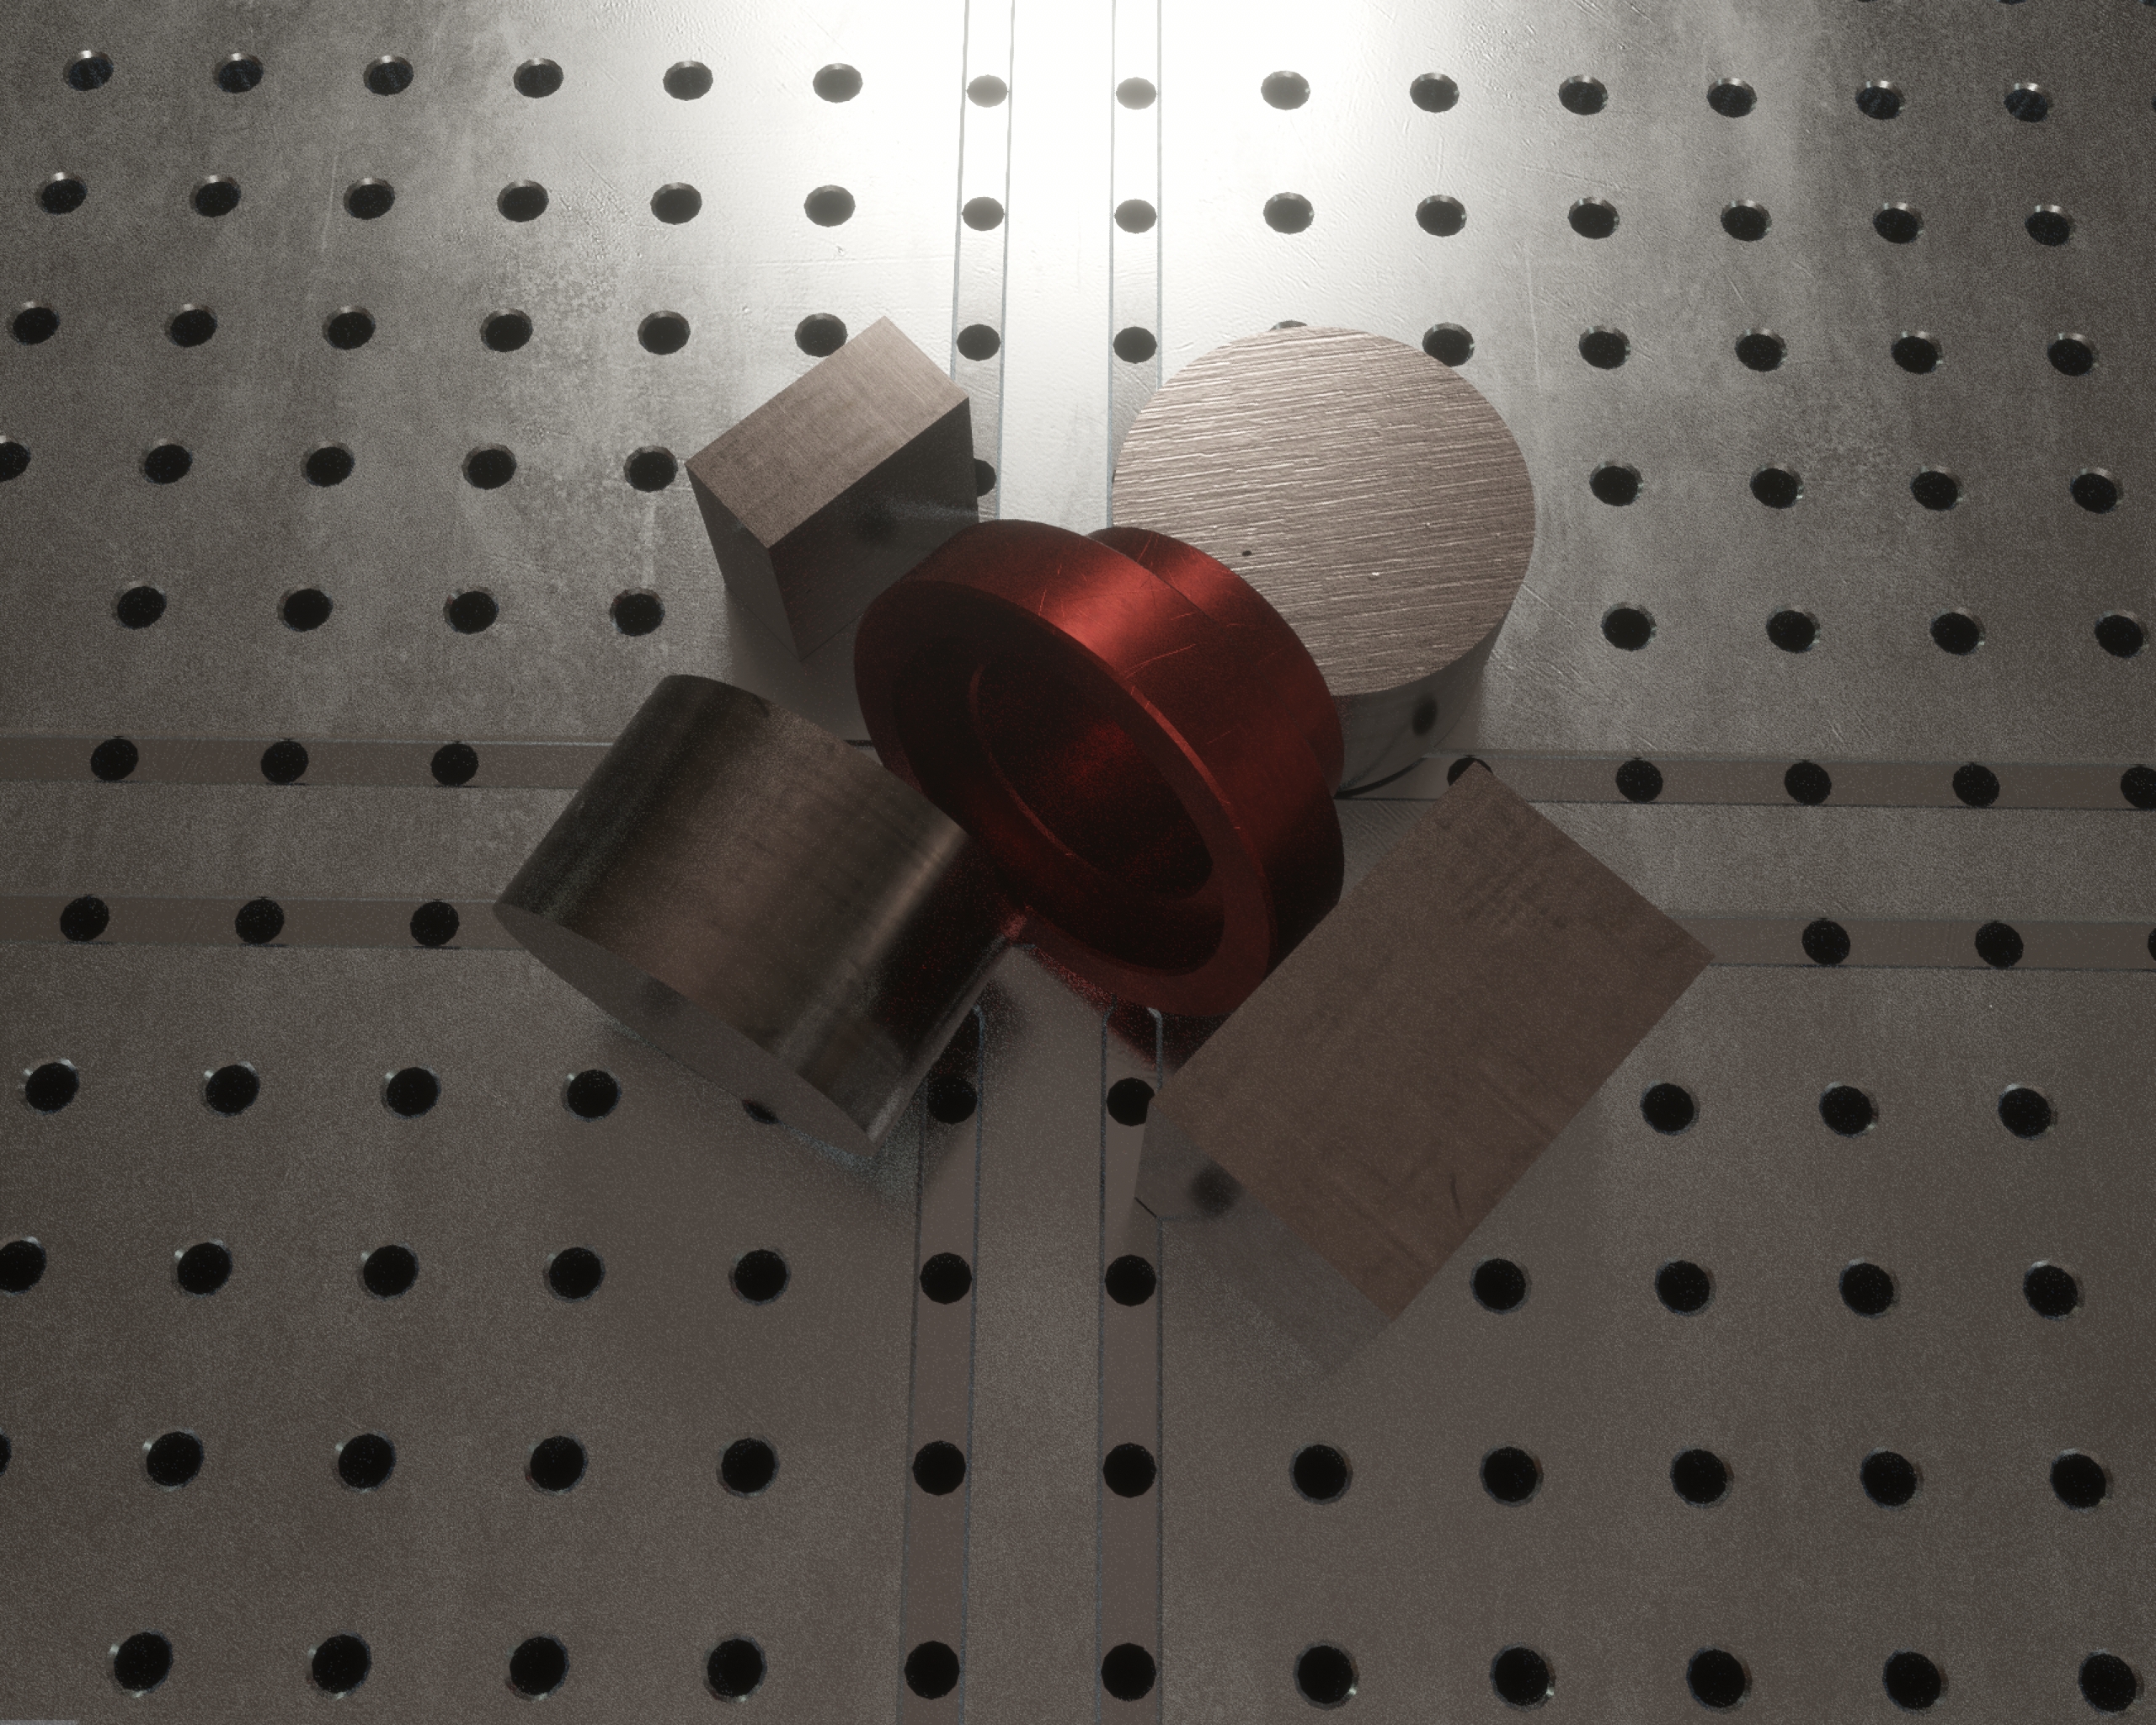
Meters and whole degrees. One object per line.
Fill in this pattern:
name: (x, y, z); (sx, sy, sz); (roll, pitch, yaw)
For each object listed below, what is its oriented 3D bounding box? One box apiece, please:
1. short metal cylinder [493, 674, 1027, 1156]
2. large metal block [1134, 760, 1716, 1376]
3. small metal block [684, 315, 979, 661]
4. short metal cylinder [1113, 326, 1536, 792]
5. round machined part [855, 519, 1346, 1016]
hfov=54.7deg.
short metal cylinder: (-0.057, 0.010, 0.378); (0.080, 0.080, 0.050); (29, 73, 10)
large metal block: (0.057, 0.040, 0.369); (0.050, 0.080, 0.080); (42, 75, 13)
small metal block: (-0.048, -0.075, 0.425); (0.050, 0.050, 0.025); (-40, 75, -13)
short metal cylinder: (0.047, -0.060, 0.420); (0.081, 0.050, 0.080); (0, 70, 0)
round machined part: (0.009, -0.022, 0.381); (0.098, 0.098, 0.042); (39, 62, 12)
